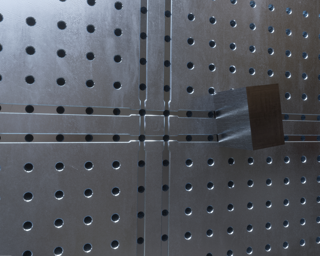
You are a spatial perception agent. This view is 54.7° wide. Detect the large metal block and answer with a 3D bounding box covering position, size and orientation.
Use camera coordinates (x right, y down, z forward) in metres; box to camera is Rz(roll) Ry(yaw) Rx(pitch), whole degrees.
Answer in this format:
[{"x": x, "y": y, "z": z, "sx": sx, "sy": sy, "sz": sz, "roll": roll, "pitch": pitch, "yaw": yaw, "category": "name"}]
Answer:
[{"x": 0.120, "y": -0.015, "z": 0.429, "sx": 0.050, "sy": 0.080, "sz": 0.079, "roll": -8, "pitch": 93, "yaw": -20, "category": "large metal block"}]
